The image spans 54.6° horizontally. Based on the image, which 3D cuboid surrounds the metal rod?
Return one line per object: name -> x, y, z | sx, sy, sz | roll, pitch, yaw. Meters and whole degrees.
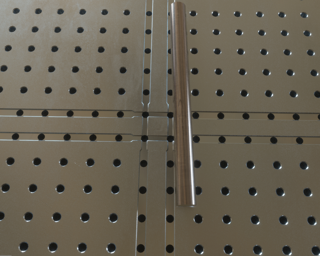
metal rod -> 0.030, -0.046, 0.428 | 0.025, 0.025, 0.299 | -1, 70, 0
